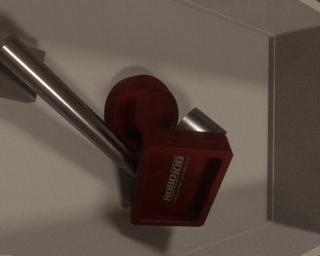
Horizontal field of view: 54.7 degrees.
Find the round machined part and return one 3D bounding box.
[{"bbox_3d":[-0.015,-0.018,0.385,0.099,0.042,0.097,0,90,-40],"label":"round machined part"}]

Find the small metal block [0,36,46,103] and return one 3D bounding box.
[{"bbox_3d":[-0.141,-0.054,0.289,0.050,0.025,0.050,14,81,-39],"label":"small metal block"}]

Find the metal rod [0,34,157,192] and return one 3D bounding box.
[{"bbox_3d":[-0.051,0.022,0.346,0.300,0.025,0.025,49,61,-36],"label":"metal rod"}]

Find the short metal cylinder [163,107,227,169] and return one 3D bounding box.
[{"bbox_3d":[0.041,0.020,0.399,0.050,0.080,0.080,40,58,9],"label":"short metal cylinder"}]

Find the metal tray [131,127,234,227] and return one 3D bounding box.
[{"bbox_3d":[0.018,0.061,0.349,0.091,0.030,0.129,5,129,-9],"label":"metal tray"}]
